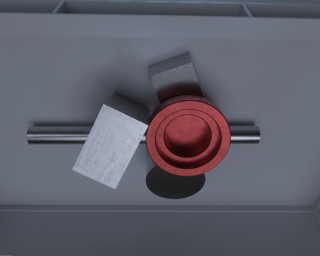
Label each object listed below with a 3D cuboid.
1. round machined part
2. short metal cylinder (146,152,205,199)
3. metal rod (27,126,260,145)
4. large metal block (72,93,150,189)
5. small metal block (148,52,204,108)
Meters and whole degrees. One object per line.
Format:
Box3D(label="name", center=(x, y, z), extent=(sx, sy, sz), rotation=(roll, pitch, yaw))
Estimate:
Box3D(label="round machined part", center=(0.033, 0.006, 0.377), extent=(0.099, 0.042, 0.097), rotation=(0, 113, 0))
Box3D(label="short metal cylinder", center=(0.021, 0.056, 0.437), extent=(0.081, 0.050, 0.079), rotation=(0, 130, 0))
Box3D(label="metal rod", center=(-0.021, 0.009, 0.413), extent=(0.302, 0.025, 0.025), rotation=(0, 130, -1))
Box3D(label="large metal block", center=(-0.053, 0.011, 0.360), extent=(0.050, 0.080, 0.080), rotation=(26, 103, -7))
Box3D(label="small metal block", center=(0.019, -0.054, 0.362), extent=(0.050, 0.025, 0.050), rotation=(-16, 129, 13))
